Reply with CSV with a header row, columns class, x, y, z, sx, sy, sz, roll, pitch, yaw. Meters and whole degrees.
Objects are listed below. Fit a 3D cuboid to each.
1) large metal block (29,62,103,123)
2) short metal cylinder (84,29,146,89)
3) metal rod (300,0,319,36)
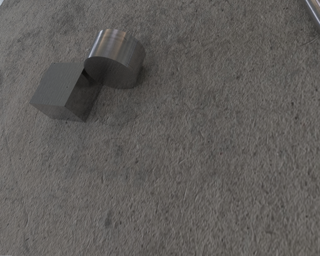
class,x,y,z,sx,sy,sz,roll,pitch,yaw
large metal block,-0.149,-0.059,0.502,0.080,0.050,0.080,7,65,31
short metal cylinder,-0.067,-0.101,0.466,0.080,0.080,0.050,2,63,29
metal rod,0.202,-0.131,0.378,0.025,0.025,0.299,-18,54,18
